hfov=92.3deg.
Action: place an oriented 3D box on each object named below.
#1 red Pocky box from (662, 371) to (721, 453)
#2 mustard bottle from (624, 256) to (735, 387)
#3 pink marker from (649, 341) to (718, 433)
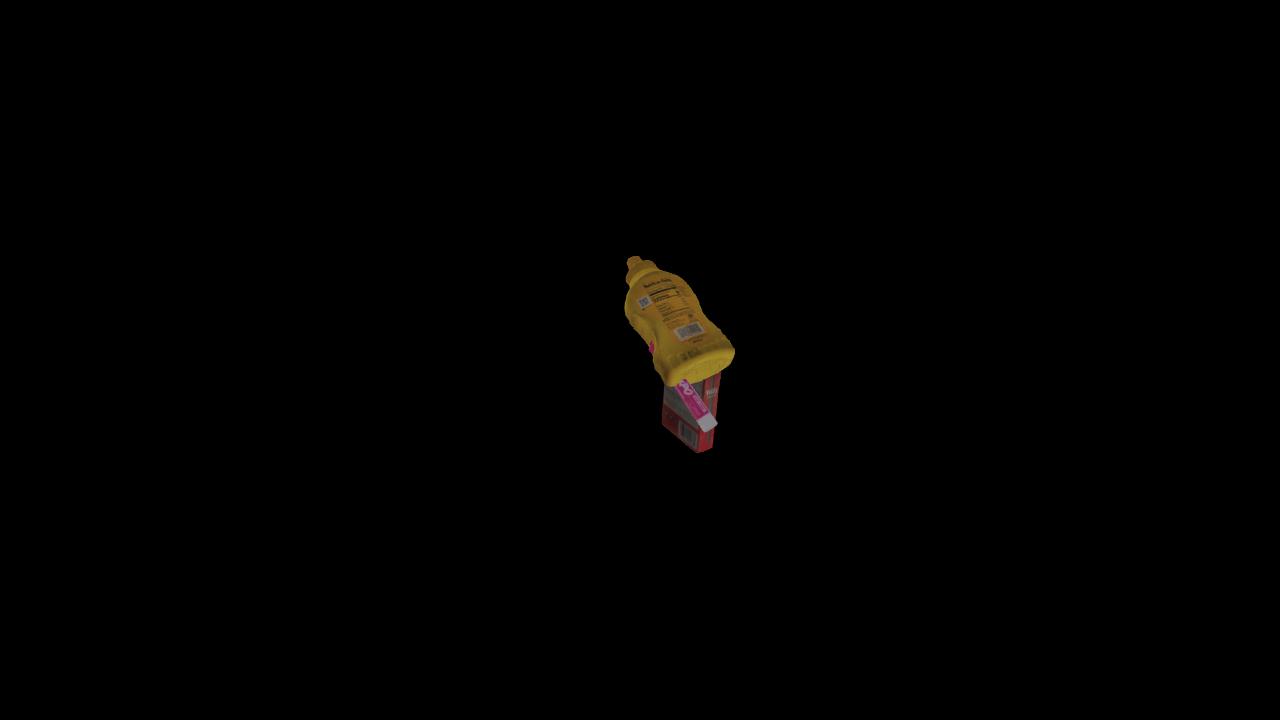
[{"bbox_3d":[0.064,0.031,0.763,0.028,0.155,0.083,-13,31,-29],"label":"red Pocky box"},{"bbox_3d":[0.031,-0.058,0.735,0.092,0.184,0.054,-22,-30,-15],"label":"mustard bottle"},{"bbox_3d":[0.047,0.027,0.696,0.020,0.121,0.020,-31,-15,-9],"label":"pink marker"}]
